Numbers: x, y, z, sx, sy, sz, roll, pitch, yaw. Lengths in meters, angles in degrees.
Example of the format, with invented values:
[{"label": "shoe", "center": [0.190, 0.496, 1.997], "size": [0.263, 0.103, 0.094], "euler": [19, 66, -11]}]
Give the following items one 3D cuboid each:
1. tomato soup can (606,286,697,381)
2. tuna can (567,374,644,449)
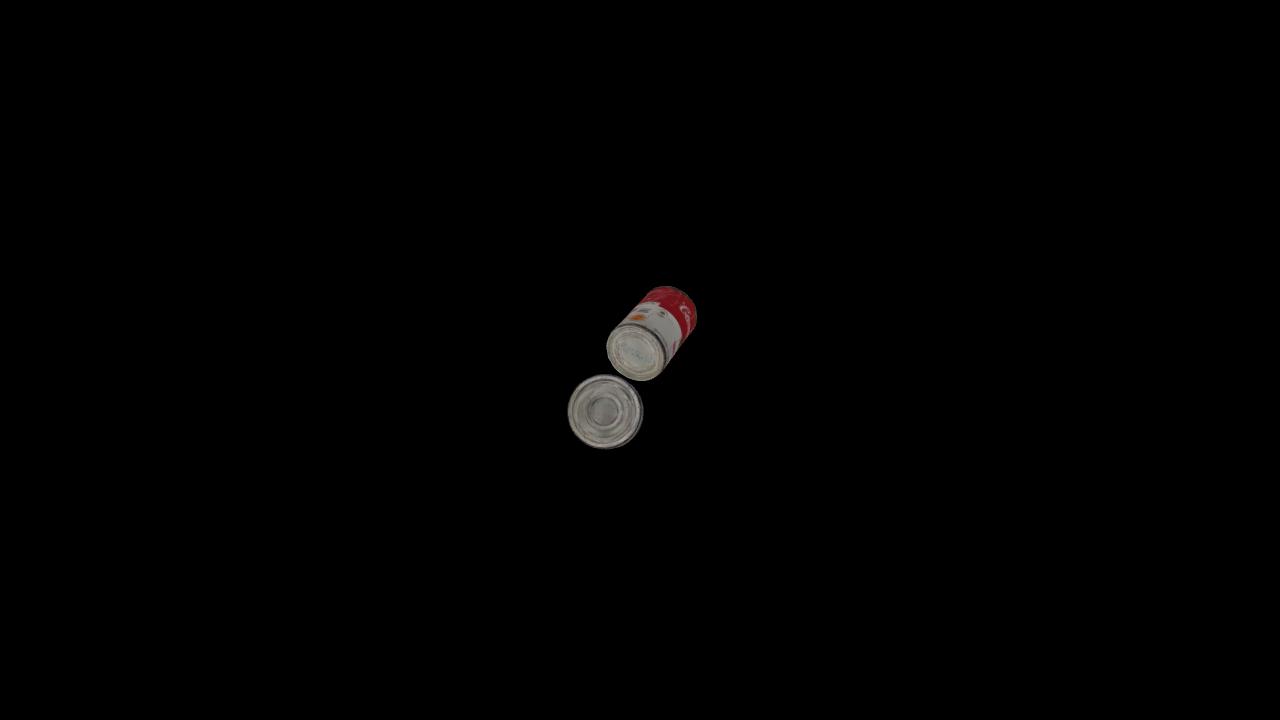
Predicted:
[{"label": "tomato soup can", "center": [0.014, -0.030, 0.661], "size": [0.068, 0.068, 0.101], "euler": [0, 28, 27]}, {"label": "tuna can", "center": [-0.039, 0.058, 0.688], "size": [0.084, 0.084, 0.034], "euler": [0, -7, 4]}]
